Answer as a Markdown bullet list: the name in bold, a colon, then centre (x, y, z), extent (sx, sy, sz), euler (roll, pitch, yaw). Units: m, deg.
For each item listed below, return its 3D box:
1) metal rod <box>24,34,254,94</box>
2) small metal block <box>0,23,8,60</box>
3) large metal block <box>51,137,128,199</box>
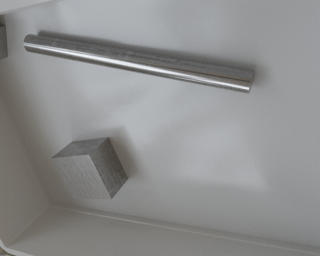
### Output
- **metal rod**: centre (-0.041, -0.083, 0.377), extent (0.301, 0.025, 0.025), euler (14, 124, 20)
- **small metal block**: centre (-0.250, -0.122, 0.446), extent (0.025, 0.050, 0.050), euler (26, 127, 12)
- **large metal block**: centre (-0.109, 0.065, 0.488), extent (0.080, 0.050, 0.080), euler (-8, 115, 31)
